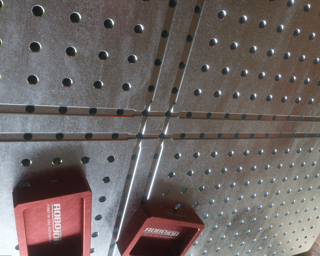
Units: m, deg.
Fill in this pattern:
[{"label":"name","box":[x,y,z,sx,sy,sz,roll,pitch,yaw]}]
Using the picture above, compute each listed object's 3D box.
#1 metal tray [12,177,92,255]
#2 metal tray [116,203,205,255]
[{"label":"metal tray","box":[-0.141,0.132,0.413,0.091,0.030,0.129,-7,122,-26]},{"label":"metal tray","box":[0.003,0.180,0.523,0.131,0.030,0.090,22,107,-37]}]
